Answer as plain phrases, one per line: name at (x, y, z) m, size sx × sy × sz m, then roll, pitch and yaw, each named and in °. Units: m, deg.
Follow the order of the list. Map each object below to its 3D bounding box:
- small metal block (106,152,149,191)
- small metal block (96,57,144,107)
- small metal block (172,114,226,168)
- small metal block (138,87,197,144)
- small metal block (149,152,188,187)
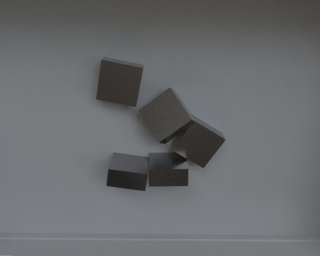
small metal block at (-0.042, 0.058, 0.419) m, size 0.050 × 0.050 × 0.025 m, roll 8°, pitch 110°, yaw -3°
small metal block at (-0.050, -0.058, 0.389) m, size 0.050 × 0.025 × 0.050 m, roll 11°, pitch 110°, yaw -4°
small metal block at (0.051, 0.018, 0.418) m, size 0.050 × 0.025 × 0.050 m, roll 31°, pitch 107°, yaw -11°
small metal block at (0.009, -0.015, 0.393) m, size 0.050 × 0.025 × 0.050 m, roll -36°, pitch 74°, yaw 12°
small metal block at (0.011, 0.055, 0.418) m, size 0.050 × 0.050 × 0.025 m, roll -1°, pitch 110°, yaw 0°
